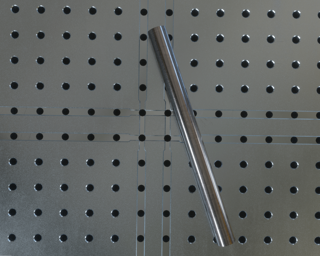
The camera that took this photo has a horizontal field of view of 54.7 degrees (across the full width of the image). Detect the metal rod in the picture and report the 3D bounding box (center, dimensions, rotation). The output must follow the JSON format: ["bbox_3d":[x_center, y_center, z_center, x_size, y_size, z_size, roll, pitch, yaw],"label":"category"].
[{"bbox_3d":[0.042,0.011,0.413,0.025,0.025,0.298,-18,90,0],"label":"metal rod"}]
